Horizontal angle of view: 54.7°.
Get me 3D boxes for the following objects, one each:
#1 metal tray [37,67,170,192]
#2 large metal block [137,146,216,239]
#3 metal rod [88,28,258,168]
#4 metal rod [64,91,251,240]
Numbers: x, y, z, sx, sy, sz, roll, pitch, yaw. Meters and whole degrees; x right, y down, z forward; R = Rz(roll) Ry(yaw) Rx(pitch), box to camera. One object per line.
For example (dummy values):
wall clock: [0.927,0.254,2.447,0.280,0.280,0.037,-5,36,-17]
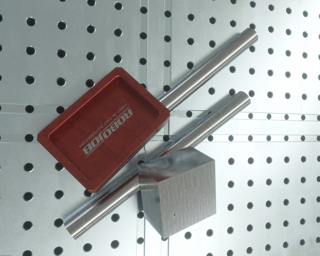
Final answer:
metal tray: [-0.063,0.000,0.368,0.090,0.030,0.130,43,73,7]
large metal block: [0.023,0.078,0.392,0.081,0.050,0.079,-17,115,-26]
metal rod: [0.026,-0.047,0.423,0.301,0.025,0.025,-40,103,-16]
metal rod: [0.008,0.040,0.416,0.301,0.025,0.025,-36,102,-17]
